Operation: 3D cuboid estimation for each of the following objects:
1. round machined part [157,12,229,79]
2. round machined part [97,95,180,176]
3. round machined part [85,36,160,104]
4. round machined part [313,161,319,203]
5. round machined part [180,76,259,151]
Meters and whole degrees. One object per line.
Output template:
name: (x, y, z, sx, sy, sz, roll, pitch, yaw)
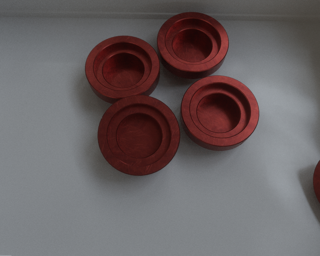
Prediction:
round machined part: (0.045, -0.113, 0.442, 0.099, 0.042, 0.098, 0, 70, -1)
round machined part: (-0.026, 0.011, 0.390, 0.099, 0.042, 0.097, 1, 82, -4)
round machined part: (-0.049, -0.075, 0.426, 0.099, 0.042, 0.098, 0, 68, 0)
round machined part: (0.237, 0.066, 0.360, 0.042, 0.098, 0.098, -1, 65, -40)
round machined part: (0.075, -0.016, 0.408, 0.099, 0.042, 0.098, 0, 70, -1)
